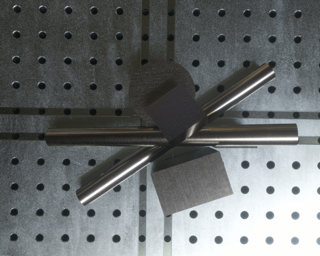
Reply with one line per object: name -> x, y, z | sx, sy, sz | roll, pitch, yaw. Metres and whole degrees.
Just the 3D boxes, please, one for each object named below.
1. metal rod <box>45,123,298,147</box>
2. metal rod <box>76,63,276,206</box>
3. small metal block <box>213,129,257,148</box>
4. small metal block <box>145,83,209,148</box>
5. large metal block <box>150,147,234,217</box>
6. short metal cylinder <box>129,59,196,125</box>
metal rod -> 0.003, 0.010, 0.375 | 0.301, 0.025, 0.025 | -1, 90, 13
metal rod -> 0.021, 0.009, 0.411 | 0.301, 0.025, 0.025 | -34, 90, 0
small metal block -> 0.093, 0.012, 0.398 | 0.050, 0.050, 0.025 | 0, 90, 1
small metal block -> 0.019, -0.014, 0.352 | 0.050, 0.025, 0.050 | -35, 68, 0
large metal block -> 0.035, 0.061, 0.382 | 0.080, 0.080, 0.050 | -18, 90, 0
short metal cylinder -> 0.003, -0.043, 0.397 | 0.081, 0.050, 0.079 | 0, 89, 0
